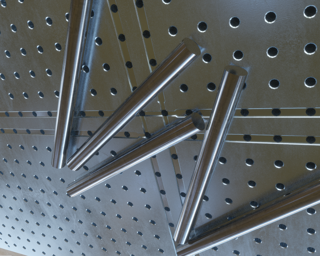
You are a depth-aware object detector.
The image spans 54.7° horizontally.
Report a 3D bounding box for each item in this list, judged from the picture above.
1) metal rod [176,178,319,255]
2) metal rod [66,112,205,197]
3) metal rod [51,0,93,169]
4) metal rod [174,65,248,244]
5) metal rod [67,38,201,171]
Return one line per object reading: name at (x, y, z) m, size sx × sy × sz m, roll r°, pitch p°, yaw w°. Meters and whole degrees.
metal rod at (0.124, 0.128, 0.424) m, size 0.025 × 0.025 × 0.299 m, roll 45°, pitch 129°, yaw -4°
metal rod at (-0.056, 0.052, 0.470) m, size 0.299 × 0.025 × 0.025 m, roll -30°, pitch 102°, yaw 37°
metal rod at (-0.133, -0.048, 0.448) m, size 0.025 × 0.025 × 0.298 m, roll 29°, pitch 128°, yaw 9°
metal rod at (0.058, 0.058, 0.415) m, size 0.025 × 0.025 × 0.298 m, roll 22°, pitch 127°, yaw 15°
metal rod at (-0.055, -0.014, 0.429) m, size 0.025 × 0.025 × 0.299 m, roll 46°, pitch 129°, yaw -5°
